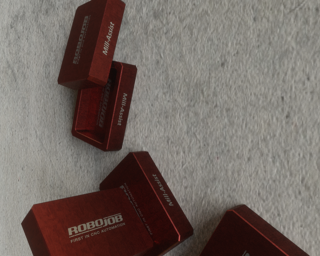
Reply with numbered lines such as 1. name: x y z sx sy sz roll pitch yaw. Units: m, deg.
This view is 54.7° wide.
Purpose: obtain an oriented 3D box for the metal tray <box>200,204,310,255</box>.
1. metal tray: 0.086 0.160 0.330 0.090 0.030 0.129 38 113 33

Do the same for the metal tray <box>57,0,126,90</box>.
1. metal tray: -0.102 -0.124 0.457 0.090 0.030 0.129 2 76 45

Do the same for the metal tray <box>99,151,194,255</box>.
1. metal tray: -0.024 0.107 0.419 0.090 0.030 0.130 -46 63 29

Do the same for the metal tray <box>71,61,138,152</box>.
1. metal tray: -0.087 -0.039 0.470 0.090 0.030 0.129 20 102 38

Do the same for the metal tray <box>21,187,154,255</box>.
1. metal tray: -0.079 0.122 0.359 0.030 0.131 0.090 -50 61 28
